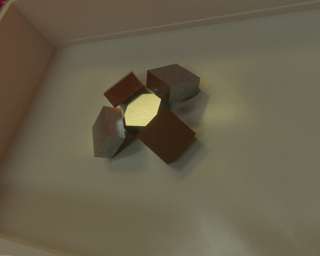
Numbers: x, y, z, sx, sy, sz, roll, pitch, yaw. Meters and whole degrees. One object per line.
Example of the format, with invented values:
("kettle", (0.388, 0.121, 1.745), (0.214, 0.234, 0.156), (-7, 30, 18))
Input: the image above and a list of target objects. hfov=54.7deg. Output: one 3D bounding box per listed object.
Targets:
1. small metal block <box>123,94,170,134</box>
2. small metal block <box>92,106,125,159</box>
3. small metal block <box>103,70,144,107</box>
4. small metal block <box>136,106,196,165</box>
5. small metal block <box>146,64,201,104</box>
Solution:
("small metal block", (-0.019, -0.019, 0.424), (0.050, 0.025, 0.050), (2, 62, 29))
("small metal block", (-0.071, 0.006, 0.422), (0.050, 0.025, 0.050), (-53, 39, 42))
("small metal block", (-0.052, -0.058, 0.450), (0.050, 0.025, 0.050), (-37, 14, 4))
("small metal block", (0.007, 0.010, 0.379), (0.050, 0.025, 0.050), (42, 84, 4))
("small metal block", (0.017, -0.061, 0.416), (0.050, 0.025, 0.050), (-20, 43, -32))
